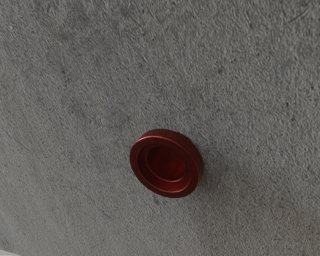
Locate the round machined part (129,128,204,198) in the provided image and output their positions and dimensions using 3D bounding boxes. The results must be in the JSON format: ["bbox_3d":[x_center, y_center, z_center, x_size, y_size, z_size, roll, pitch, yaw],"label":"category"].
[{"bbox_3d":[0.012,0.043,0.416,0.098,0.042,0.097,13,124,20],"label":"round machined part"}]
